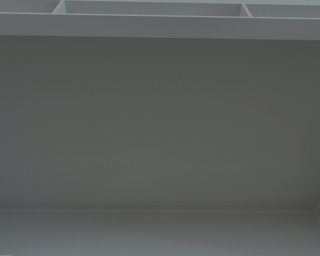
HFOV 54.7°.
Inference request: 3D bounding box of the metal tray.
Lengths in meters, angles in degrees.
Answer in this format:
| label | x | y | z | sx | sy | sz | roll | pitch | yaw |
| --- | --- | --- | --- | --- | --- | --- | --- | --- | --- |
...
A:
| label | x | y | z | sx | sy | sz | roll | pitch | yaw |
| --- | --- | --- | --- | --- | --- | --- | --- | --- | --- |
| metal tray | 0.053 | 0.269 | 0.638 | 0.131 | 0.030 | 0.089 | -6 | 130 | 4 |
